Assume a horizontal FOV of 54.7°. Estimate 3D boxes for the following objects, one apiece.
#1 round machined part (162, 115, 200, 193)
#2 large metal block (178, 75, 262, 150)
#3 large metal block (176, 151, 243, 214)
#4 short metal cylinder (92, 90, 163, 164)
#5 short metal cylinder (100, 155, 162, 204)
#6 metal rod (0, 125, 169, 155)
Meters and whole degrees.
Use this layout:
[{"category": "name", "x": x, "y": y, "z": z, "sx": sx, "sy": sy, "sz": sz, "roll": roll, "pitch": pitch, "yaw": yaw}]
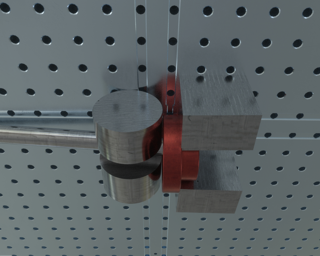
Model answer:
[{"category": "round machined part", "x": 0.024, "y": 0.032, "z": 0.391, "sx": 0.042, "sy": 0.098, "sz": 0.097, "roll": 1, "pitch": 130, "yaw": -1}, {"category": "large metal block", "x": 0.064, "y": -0.020, "z": 0.360, "sx": 0.081, "sy": 0.080, "sz": 0.050, "roll": 0, "pitch": 130, "yaw": 0}, {"category": "large metal block", "x": 0.063, "y": 0.071, "z": 0.438, "sx": 0.081, "sy": 0.080, "sz": 0.050, "roll": 2, "pitch": 130, "yaw": -2}, {"category": "short metal cylinder", "x": -0.038, "y": -0.003, "z": 0.373, "sx": 0.081, "sy": 0.080, "sz": 0.050, "roll": 1, "pitch": 131, "yaw": -1}, {"category": "short metal cylinder", "x": -0.038, "y": 0.055, "z": 0.421, "sx": 0.081, "sy": 0.080, "sz": 0.050, "roll": 1, "pitch": 131, "yaw": -1}, {"category": "metal rod", "x": -0.121, "y": 0.014, "z": 0.407, "sx": 0.302, "sy": 0.025, "sz": 0.025, "roll": 4, "pitch": 130, "yaw": 1}]
